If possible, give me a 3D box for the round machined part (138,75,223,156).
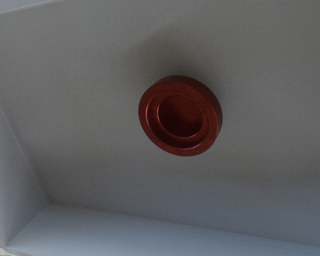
[{"bbox_3d":[0.027,-0.018,0.371,0.098,0.042,0.097,13,124,20],"label":"round machined part"}]
